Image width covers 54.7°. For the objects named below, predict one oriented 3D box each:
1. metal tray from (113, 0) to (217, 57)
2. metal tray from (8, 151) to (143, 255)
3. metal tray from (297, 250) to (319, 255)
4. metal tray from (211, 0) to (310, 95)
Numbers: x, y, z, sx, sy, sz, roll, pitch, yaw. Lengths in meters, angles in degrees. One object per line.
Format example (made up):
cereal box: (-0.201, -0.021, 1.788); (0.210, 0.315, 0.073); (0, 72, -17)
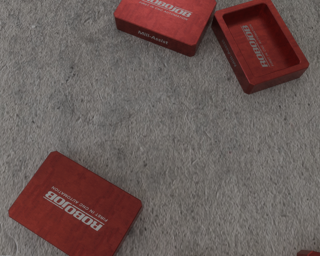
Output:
metal tray: (0.008, -0.171, 0.468); (0.130, 0.030, 0.090); (23, 72, 8)
metal tray: (-0.097, 0.097, 0.369); (0.130, 0.030, 0.090); (28, 72, 10)
metal tray: (0.217, 0.193, 0.336); (0.131, 0.030, 0.090); (12, 70, 4)
metal tray: (0.142, -0.122, 0.450); (0.091, 0.030, 0.130); (-19, 71, -7)
